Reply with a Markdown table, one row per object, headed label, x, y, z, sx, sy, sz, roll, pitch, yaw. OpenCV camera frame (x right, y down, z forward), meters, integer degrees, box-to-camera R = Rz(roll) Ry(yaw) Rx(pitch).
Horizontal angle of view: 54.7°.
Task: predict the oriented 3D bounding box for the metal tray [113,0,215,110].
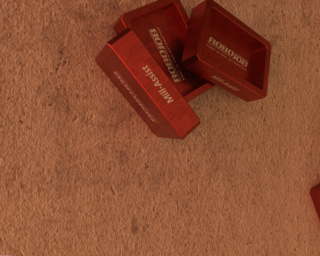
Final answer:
| label | x | y | z | sx | sy | sz | roll | pitch | yaw |
| --- | --- | --- | --- | --- | --- | --- | --- | --- | --- |
| metal tray | 0.011 | -0.095 | 0.403 | 0.091 | 0.030 | 0.130 | -33 | 101 | -25 |

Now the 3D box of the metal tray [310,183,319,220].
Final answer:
| label | x | y | z | sx | sy | sz | roll | pitch | yaw |
| --- | --- | --- | --- | --- | --- | --- | --- | --- | --- |
| metal tray | 0.325 | 0.117 | 0.526 | 0.131 | 0.030 | 0.090 | -26 | 99 | -18 |

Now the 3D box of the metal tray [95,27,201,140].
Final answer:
| label | x | y | z | sx | sy | sz | roll | pitch | yaw |
| --- | --- | --- | --- | --- | --- | --- | --- | --- | --- |
| metal tray | -0.018 | -0.046 | 0.367 | 0.030 | 0.090 | 0.130 | -42 | 104 | -15 |

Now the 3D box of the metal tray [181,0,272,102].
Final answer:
| label | x | y | z | sx | sy | sz | roll | pitch | yaw |
| --- | --- | --- | --- | --- | --- | --- | --- | --- | --- |
| metal tray | 0.094 | -0.100 | 0.416 | 0.131 | 0.030 | 0.090 | 22 | 70 | -31 |
